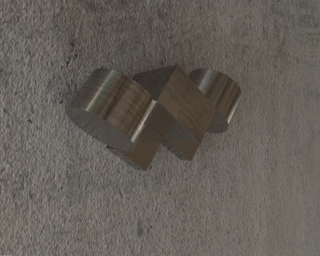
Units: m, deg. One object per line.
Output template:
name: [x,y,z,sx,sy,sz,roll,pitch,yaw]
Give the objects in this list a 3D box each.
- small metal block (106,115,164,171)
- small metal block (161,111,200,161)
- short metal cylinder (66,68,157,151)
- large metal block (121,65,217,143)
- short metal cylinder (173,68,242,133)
small metal block: [-0.030,0.018,0.382,0.050,0.025,0.050,43,64,-32]
small metal block: [0.031,0.011,0.432,0.050,0.025,0.050,43,64,-32]
short metal cylinder: [-0.050,-0.018,0.328,0.080,0.080,0.050,42,64,-32]
large metal block: [0.007,-0.026,0.377,0.080,0.080,0.050,42,64,-32]
short metal cylinder: [0.065,-0.036,0.424,0.080,0.080,0.050,43,64,-32]
